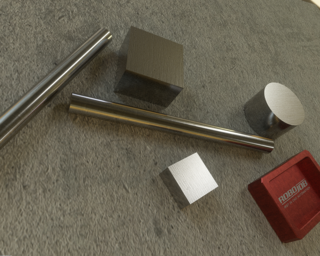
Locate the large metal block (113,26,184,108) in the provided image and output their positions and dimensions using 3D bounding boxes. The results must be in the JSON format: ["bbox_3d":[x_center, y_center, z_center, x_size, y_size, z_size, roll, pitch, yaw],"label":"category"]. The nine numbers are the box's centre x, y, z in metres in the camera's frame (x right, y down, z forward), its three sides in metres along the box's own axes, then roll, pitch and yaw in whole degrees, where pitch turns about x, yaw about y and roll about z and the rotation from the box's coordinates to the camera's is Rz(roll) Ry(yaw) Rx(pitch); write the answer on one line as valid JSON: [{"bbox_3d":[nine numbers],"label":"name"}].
[{"bbox_3d":[-0.015,-0.084,0.433,0.081,0.050,0.080,15,56,-20],"label":"large metal block"}]

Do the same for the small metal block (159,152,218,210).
[{"bbox_3d":[0.036,0.065,0.385,0.050,0.025,0.050,-22,74,-36],"label":"small metal block"}]

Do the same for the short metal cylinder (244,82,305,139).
[{"bbox_3d":[0.187,-0.027,0.508,0.081,0.050,0.080,14,56,-21],"label":"short metal cylinder"}]

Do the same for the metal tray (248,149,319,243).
[{"bbox_3d":[0.199,0.095,0.452,0.131,0.030,0.090,-20,73,-36],"label":"metal tray"}]

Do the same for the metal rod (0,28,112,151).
[{"bbox_3d":[-0.140,-0.032,0.348,0.025,0.025,0.301,36,51,-5],"label":"metal rod"}]

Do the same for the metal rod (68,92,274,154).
[{"bbox_3d":[0.031,-0.001,0.422,0.302,0.025,0.025,12,57,-22],"label":"metal rod"}]
